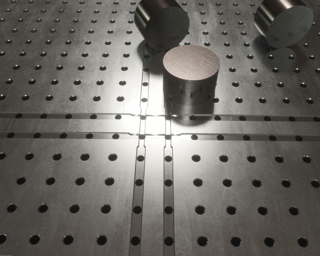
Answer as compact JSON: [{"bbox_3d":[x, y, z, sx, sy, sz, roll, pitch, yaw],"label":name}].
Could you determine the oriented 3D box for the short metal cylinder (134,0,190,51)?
[{"bbox_3d":[0.003,-0.179,0.523,0.081,0.080,0.050,-17,52,-14],"label":"short metal cylinder"}]

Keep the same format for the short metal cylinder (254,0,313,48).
[{"bbox_3d":[0.210,-0.185,0.530,0.081,0.080,0.050,-9,51,-8],"label":"short metal cylinder"}]

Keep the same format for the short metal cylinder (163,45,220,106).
[{"bbox_3d":[0.045,-0.079,0.458,0.081,0.050,0.080,0,50,0],"label":"short metal cylinder"}]
